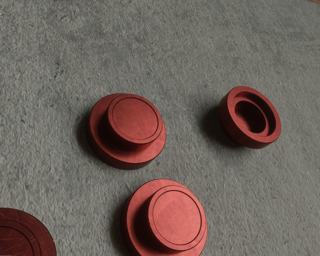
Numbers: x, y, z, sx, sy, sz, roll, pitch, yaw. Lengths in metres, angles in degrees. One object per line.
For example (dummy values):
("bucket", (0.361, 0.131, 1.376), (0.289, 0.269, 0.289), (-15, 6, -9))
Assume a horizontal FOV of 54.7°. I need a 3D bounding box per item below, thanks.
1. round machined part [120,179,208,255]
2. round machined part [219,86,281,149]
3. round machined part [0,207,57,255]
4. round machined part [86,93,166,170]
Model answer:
("round machined part", (0.010, 0.101, 0.336), (0.099, 0.042, 0.098), (14, 56, -21))
("round machined part", (0.130, -0.012, 0.470), (0.099, 0.042, 0.098), (14, 56, -21))
("round machined part", (-0.135, 0.113, 0.251), (0.099, 0.042, 0.098), (14, 56, -21))
("round machined part", (-0.036, -0.002, 0.375), (0.099, 0.042, 0.098), (14, 56, -21))
